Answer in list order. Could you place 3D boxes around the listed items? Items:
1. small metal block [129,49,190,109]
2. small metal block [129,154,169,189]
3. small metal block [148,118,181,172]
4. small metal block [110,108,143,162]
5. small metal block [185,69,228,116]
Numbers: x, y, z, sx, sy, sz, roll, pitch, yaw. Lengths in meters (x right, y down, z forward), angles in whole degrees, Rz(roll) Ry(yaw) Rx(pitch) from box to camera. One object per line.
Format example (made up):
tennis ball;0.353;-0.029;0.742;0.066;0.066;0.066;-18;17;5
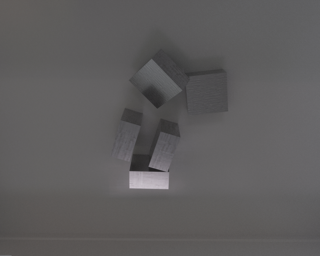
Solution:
small metal block;-0.001;-0.058;0.376;0.050;0.025;0.050;45;137;-12
small metal block;-0.014;0.058;0.419;0.050;0.050;0.025;2;110;-1
small metal block;0.005;0.021;0.406;0.025;0.050;0.050;17;109;-6
small metal block;-0.042;0.008;0.400;0.025;0.050;0.050;17;109;-6
small metal block;0.058;-0.046;0.395;0.050;0.025;0.050;-6;110;2
